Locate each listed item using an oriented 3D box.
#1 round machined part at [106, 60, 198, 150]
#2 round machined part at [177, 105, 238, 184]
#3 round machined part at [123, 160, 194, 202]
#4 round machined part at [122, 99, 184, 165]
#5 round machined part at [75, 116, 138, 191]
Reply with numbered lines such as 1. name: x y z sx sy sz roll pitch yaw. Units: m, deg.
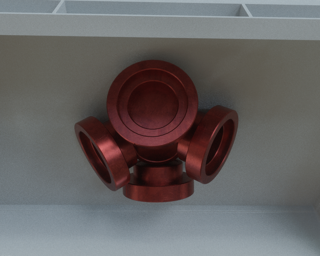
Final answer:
1. round machined part: -0.007 -0.024 0.351 0.099 0.098 0.042 -3 168 2
2. round machined part: 0.057 0.017 0.388 0.042 0.099 0.097 23 137 28
3. round machined part: -0.003 0.067 0.428 0.099 0.098 0.042 -1 94 0
4. round machined part: -0.004 0.010 0.404 0.099 0.042 0.097 -1 130 0
5. round machined part: -0.065 0.028 0.394 0.042 0.098 0.097 -31 135 -24
